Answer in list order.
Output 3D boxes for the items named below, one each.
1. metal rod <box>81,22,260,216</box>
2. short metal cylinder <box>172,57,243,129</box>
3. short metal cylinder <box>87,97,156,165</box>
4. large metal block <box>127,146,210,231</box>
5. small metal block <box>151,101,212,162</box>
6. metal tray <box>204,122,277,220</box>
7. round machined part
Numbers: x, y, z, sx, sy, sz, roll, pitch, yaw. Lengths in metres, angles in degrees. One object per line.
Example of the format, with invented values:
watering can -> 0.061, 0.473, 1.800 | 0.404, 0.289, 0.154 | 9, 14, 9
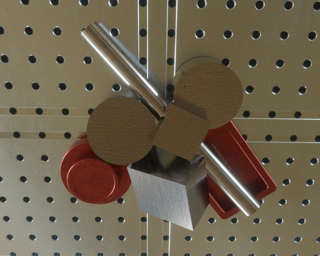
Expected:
metal rod -> 0.017, -0.007, 0.381 | 0.025, 0.025, 0.300 | -41, 96, 13
short metal cylinder -> 0.056, -0.044, 0.381 | 0.081, 0.050, 0.079 | 0, 110, 0
short metal cylinder -> -0.048, 0.002, 0.385 | 0.081, 0.050, 0.079 | -1, 94, -8
large metal block -> 0.013, 0.073, 0.395 | 0.080, 0.050, 0.080 | 12, 131, 31
small metal block -> 0.023, 0.003, 0.354 | 0.050, 0.025, 0.050 | 25, 100, -9
metal tray -> 0.088, 0.055, 0.427 | 0.090, 0.030, 0.130 | -35, 107, 11
round machined part -> -0.087, 0.064, 0.422 | 0.099, 0.042, 0.097 | 0, 110, 0
